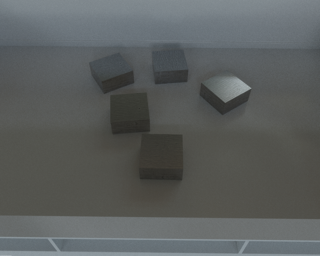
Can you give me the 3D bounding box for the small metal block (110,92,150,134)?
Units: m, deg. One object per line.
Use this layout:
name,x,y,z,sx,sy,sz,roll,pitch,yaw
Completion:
small metal block,-0.041,-0.020,0.422,0.050,0.025,0.050,-5,50,-4

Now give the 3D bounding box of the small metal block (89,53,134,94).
small metal block,-0.074,-0.085,0.476,0.050,0.025,0.050,-24,54,-19

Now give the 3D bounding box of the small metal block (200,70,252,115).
small metal block,0.094,-0.053,0.450,0.050,0.025,0.050,-28,56,-22

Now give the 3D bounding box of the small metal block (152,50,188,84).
small metal block,0.015,-0.096,0.486,0.050,0.025,0.050,-5,50,-4

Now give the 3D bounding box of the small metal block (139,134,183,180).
small metal block,0.002,0.035,0.376,0.050,0.025,0.050,1,50,1
